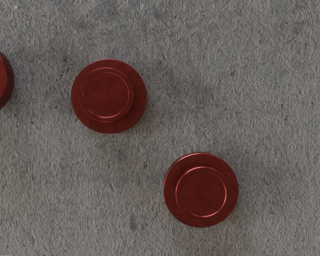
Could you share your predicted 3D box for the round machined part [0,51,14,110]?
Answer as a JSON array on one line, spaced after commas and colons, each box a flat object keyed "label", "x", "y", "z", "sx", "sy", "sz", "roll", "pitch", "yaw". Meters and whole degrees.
[{"label": "round machined part", "x": -0.237, "y": -0.061, "z": 0.399, "sx": 0.099, "sy": 0.042, "sz": 0.097, "roll": 0, "pitch": 90, "yaw": 0}]

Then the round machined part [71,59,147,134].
[{"label": "round machined part", "x": -0.066, "y": -0.041, "z": 0.401, "sx": 0.099, "sy": 0.042, "sz": 0.097, "roll": 0, "pitch": 90, "yaw": 0}]

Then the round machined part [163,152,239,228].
[{"label": "round machined part", "x": 0.053, "y": 0.081, "z": 0.402, "sx": 0.099, "sy": 0.042, "sz": 0.097, "roll": 0, "pitch": 90, "yaw": 0}]
